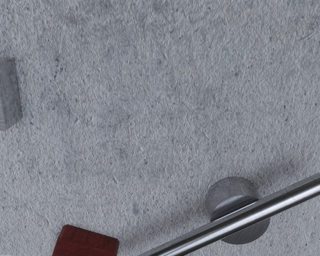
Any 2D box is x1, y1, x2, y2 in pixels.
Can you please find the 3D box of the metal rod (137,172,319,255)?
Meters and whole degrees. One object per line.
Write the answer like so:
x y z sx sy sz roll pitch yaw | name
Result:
0.072 0.136 0.407 0.300 0.025 0.025 -28 108 10 | metal rod

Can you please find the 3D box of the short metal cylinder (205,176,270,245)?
0.108 0.116 0.440 0.081 0.050 0.079 0 110 0 | short metal cylinder

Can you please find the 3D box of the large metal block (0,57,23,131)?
-0.223 -0.043 0.378 0.081 0.050 0.079 1 110 -1 | large metal block

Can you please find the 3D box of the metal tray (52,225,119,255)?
-0.128 0.223 0.488 0.091 0.030 0.129 19 109 -7 | metal tray
